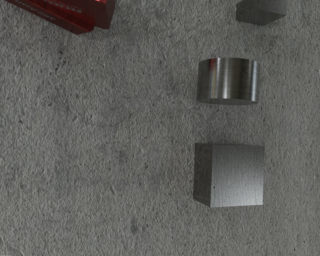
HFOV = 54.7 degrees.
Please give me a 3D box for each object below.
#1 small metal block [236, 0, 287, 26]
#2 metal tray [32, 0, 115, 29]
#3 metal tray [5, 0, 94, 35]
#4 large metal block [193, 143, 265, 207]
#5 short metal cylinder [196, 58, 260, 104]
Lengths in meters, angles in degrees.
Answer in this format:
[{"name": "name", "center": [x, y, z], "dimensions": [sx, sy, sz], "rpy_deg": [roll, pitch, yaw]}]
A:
[{"name": "small metal block", "center": [0.146, -0.172, 0.450], "dimensions": [0.050, 0.050, 0.025], "rpy_deg": [3, 89, -20]}, {"name": "metal tray", "center": [-0.114, -0.146, 0.317], "dimensions": [0.131, 0.090, 0.030], "rpy_deg": [15, 90, -7]}, {"name": "metal tray", "center": [-0.124, -0.170, 0.333], "dimensions": [0.131, 0.030, 0.090], "rpy_deg": [18, 84, -44]}, {"name": "large metal block", "center": [0.095, 0.063, 0.431], "dimensions": [0.081, 0.050, 0.080], "rpy_deg": [3, 89, -20]}, {"name": "short metal cylinder", "center": [0.090, -0.059, 0.413], "dimensions": [0.081, 0.080, 0.050], "rpy_deg": [4, 89, -20]}]
